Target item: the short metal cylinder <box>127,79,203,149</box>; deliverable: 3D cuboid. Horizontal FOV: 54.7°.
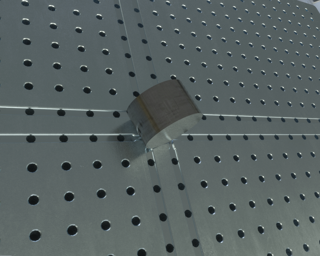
[{"bbox_3d":[0.006,-0.016,0.388,0.081,0.080,0.050,-20,72,-36],"label":"short metal cylinder"}]
